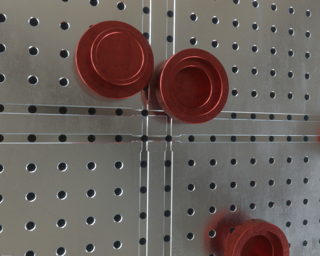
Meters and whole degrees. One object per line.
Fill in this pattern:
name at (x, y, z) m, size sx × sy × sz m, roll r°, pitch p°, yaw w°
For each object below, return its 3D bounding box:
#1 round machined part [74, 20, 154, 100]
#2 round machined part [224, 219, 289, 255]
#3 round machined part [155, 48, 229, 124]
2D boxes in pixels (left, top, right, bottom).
round machined part at (-0.053, -0.085, 0.384) m, size 0.099 × 0.042 × 0.097 m, roll 0°, pitch 90°, yaw -20°
round machined part at (0.136, 0.181, 0.454) m, size 0.099 × 0.042 × 0.097 m, roll 0°, pitch 90°, yaw -20°
round machined part at (0.040, -0.054, 0.418) m, size 0.099 × 0.042 × 0.097 m, roll 0°, pitch 90°, yaw -20°
